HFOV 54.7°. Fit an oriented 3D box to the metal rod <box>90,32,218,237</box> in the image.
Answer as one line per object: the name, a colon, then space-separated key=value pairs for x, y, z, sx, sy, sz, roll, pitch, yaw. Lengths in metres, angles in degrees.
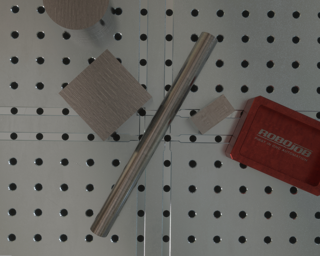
metal rod: x=-0.008 y=0.008 z=0.413 sx=0.025 sy=0.025 sz=0.299 roll=30 pitch=90 yaw=-1

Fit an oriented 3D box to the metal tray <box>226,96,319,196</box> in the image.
metal tray: x=0.166 y=0.023 z=0.413 sx=0.131 sy=0.030 sz=0.090 roll=24 pitch=90 yaw=-1

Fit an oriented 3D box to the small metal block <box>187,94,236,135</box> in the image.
small metal block: x=0.064 y=-0.017 z=0.402 sx=0.050 sy=0.050 sz=0.025 roll=-36 pitch=90 yaw=0

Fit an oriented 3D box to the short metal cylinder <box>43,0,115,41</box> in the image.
short metal cylinder: x=-0.102 y=-0.159 z=0.399 sx=0.081 sy=0.050 sz=0.079 roll=0 pitch=90 yaw=-1

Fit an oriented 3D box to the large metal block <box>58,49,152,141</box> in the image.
large metal block: x=-0.066 y=-0.040 z=0.400 sx=0.080 sy=0.050 sz=0.080 roll=-43 pitch=91 yaw=0
